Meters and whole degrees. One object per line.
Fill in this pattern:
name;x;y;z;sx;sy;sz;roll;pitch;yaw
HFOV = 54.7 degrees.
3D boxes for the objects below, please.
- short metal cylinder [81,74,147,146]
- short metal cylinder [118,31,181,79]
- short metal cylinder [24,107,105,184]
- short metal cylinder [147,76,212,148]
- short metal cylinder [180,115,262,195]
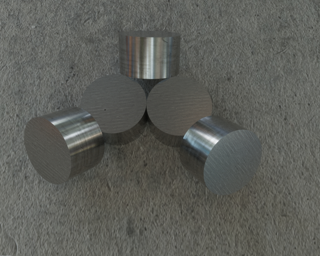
short metal cylinder;-0.057;-0.023;0.403;0.081;0.050;0.080;0;70;0
short metal cylinder;-0.014;-0.099;0.410;0.080;0.080;0.050;2;113;0
short metal cylinder;-0.113;0.019;0.365;0.080;0.080;0.050;45;36;14
short metal cylinder;0.024;-0.020;0.403;0.081;0.050;0.080;0;70;0
short metal cylinder;0.071;0.031;0.363;0.080;0.080;0.050;-35;32;-12
